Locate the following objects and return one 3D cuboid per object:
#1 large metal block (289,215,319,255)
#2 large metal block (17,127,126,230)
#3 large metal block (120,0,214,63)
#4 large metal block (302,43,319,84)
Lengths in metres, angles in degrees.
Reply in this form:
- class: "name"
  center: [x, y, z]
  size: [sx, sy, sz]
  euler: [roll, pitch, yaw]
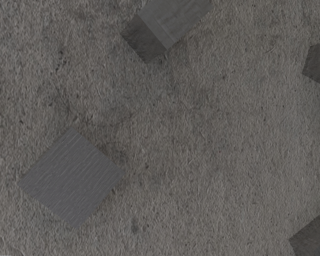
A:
- class: "large metal block"
  center: [0.267, 0.197, 0.494]
  size: [0.080, 0.050, 0.080]
  euler: [-29, 100, -18]
- class: "large metal block"
  center: [-0.101, 0.055, 0.358]
  size: [0.080, 0.050, 0.080]
  euler: [44, 76, -15]
- class: "large metal block"
  center: [0.005, -0.131, 0.381]
  size: [0.080, 0.080, 0.050]
  euler: [-45, 104, -14]
- class: "large metal block"
  center: [0.290, -0.098, 0.486]
  size: [0.080, 0.080, 0.050]
  euler: [22, 83, -19]
